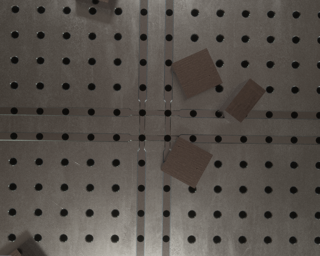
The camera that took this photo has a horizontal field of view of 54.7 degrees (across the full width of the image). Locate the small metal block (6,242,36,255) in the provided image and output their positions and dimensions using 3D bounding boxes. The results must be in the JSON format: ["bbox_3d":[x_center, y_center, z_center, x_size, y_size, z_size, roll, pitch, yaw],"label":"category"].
[{"bbox_3d":[-0.190,0.190,0.411,0.050,0.025,0.050,-37,90,0],"label":"small metal block"}]

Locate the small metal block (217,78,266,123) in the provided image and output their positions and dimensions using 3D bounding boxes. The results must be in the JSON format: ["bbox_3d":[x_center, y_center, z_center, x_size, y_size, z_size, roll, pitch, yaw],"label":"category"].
[{"bbox_3d":[0.104,-0.034,0.402,0.025,0.050,0.050,38,90,-1],"label":"small metal block"}]

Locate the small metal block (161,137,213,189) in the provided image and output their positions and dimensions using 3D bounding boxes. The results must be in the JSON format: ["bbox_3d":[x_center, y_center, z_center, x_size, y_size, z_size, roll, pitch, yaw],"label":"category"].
[{"bbox_3d":[0.035,0.045,0.414,0.050,0.025,0.050,29,90,-1],"label":"small metal block"}]

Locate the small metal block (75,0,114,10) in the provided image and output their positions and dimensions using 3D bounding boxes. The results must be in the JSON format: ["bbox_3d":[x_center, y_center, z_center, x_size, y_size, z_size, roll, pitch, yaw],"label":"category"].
[{"bbox_3d":[-0.085,-0.192,0.412,0.050,0.025,0.050,15,90,-1],"label":"small metal block"}]

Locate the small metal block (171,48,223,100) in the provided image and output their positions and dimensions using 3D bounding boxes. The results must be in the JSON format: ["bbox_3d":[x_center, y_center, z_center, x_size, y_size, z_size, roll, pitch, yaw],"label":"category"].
[{"bbox_3d":[0.048,-0.071,0.414,0.050,0.025,0.050,-24,90,-1],"label":"small metal block"}]
